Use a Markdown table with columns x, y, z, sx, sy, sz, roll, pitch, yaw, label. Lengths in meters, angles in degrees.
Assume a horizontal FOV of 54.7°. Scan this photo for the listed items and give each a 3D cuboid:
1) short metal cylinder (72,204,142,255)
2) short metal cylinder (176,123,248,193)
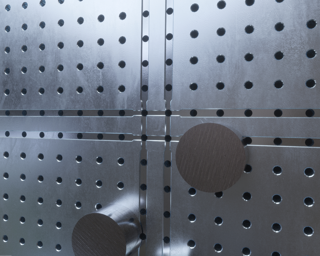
| x | y | z | sx | sy | sz | roll | pitch | yaw | label |
| --- | --- | --- | --- | --- | --- | --- | --- | --- | --- |
| -0.071 | 0.150 | 0.423 | 0.080 | 0.050 | 0.079 | 0 | 90 | 19 | short metal cylinder |
| 0.065 | 0.034 | 0.376 | 0.080 | 0.050 | 0.079 | 0 | 90 | 19 | short metal cylinder |
